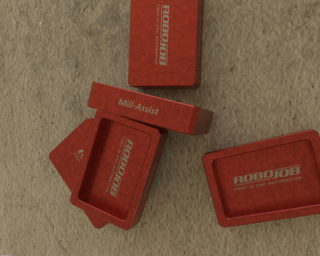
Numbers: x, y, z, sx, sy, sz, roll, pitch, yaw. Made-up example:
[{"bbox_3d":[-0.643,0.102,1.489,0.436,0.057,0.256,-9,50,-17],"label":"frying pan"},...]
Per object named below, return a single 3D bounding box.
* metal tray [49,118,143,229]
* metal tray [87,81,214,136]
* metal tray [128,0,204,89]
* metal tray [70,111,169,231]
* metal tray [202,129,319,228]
[{"bbox_3d":[-0.087,0.062,0.436,0.090,0.030,0.130,-41,78,15],"label":"metal tray"},{"bbox_3d":[-0.009,-0.023,0.376,0.130,0.090,0.030,16,95,19],"label":"metal tray"},{"bbox_3d":[0.008,-0.117,0.403,0.090,0.030,0.129,2,91,19],"label":"metal tray"},{"bbox_3d":[-0.053,0.049,0.391,0.090,0.030,0.129,20,96,18],"label":"metal tray"},{"bbox_3d":[0.124,0.059,0.362,0.130,0.030,0.090,-15,85,19],"label":"metal tray"}]
